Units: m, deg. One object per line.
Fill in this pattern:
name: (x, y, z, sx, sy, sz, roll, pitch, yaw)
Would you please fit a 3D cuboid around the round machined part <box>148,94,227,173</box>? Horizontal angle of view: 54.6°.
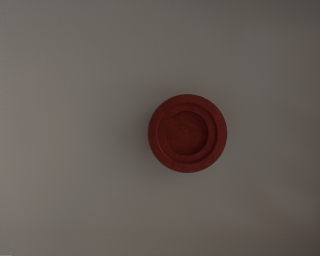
round machined part: (0.034, 0.007, 0.403, 0.099, 0.042, 0.097, 0, 90, 0)
